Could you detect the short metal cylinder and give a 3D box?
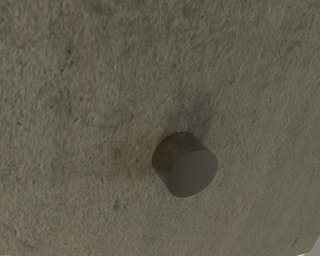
[{"bbox_3d":[0.035,0.052,0.444,0.081,0.050,0.079,-14,124,-21],"label":"short metal cylinder"}]
